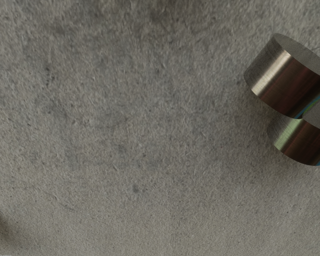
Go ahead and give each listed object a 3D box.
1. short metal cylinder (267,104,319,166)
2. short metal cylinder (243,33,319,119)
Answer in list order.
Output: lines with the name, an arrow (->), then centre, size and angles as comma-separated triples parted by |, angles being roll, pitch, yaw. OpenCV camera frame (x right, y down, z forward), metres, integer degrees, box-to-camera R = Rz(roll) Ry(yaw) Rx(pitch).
short metal cylinder -> 0.178, -0.001, 0.373 | 0.081, 0.080, 0.050 | 12, 129, -10
short metal cylinder -> 0.137, -0.055, 0.326 | 0.080, 0.080, 0.050 | 21, 127, -17
